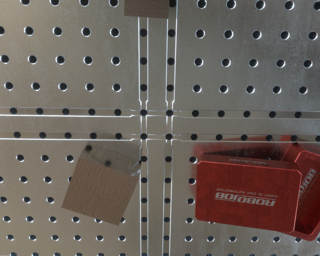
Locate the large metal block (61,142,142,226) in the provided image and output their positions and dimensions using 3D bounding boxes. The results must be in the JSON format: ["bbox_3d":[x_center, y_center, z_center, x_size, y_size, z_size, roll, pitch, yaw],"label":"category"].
[{"bbox_3d":[-0.079,0.076,0.427,0.080,0.050,0.079,21,109,-8],"label":"large metal block"}]

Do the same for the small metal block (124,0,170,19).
[{"bbox_3d":[-0.014,-0.154,0.356,0.050,0.025,0.050,4,110,-2],"label":"small metal block"}]

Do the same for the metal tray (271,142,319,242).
[{"bbox_3d":[0.207,0.094,0.446,0.091,0.030,0.129,19,109,-7],"label":"metal tray"}]

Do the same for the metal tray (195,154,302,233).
[{"bbox_3d":[0.116,0.088,0.423,0.131,0.030,0.089,4,106,13],"label":"metal tray"}]
